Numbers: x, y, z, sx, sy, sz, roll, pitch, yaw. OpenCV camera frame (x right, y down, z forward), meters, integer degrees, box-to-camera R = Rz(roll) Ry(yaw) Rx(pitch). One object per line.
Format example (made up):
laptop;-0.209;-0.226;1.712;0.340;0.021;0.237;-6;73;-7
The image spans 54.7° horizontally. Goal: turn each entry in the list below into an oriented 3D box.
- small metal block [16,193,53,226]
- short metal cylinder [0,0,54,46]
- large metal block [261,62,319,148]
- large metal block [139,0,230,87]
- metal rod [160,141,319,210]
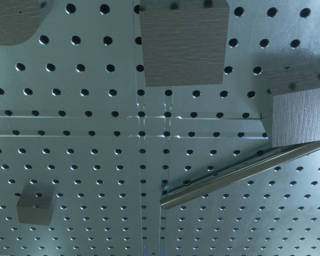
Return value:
small metal block;-0.212;0.140;0.528;0.050;0.025;0.050;8;130;-8
short metal cylinder;-0.145;-0.124;0.287;0.081;0.050;0.079;0;130;0
large metal block;0.170;-0.028;0.374;0.080;0.050;0.080;-10;130;7
large metal block;0.023;-0.091;0.318;0.081;0.050;0.079;-2;130;1
metal rod;0.132;0.062;0.466;0.300;0.025;0.025;-27;126;20
